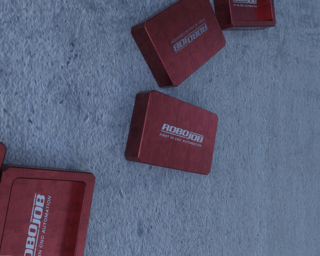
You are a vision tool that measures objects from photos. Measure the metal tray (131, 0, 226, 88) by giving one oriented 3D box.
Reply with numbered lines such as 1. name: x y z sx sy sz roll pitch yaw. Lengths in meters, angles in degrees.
1. metal tray: 0.031 -0.125 0.427 0.131 0.030 0.090 -43 116 -31

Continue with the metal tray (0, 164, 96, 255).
1. metal tray: -0.119 0.104 0.301 0.091 0.030 0.129 13 82 -39

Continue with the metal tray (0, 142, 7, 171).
1. metal tray: -0.199 0.040 0.233 0.131 0.030 0.090 20 78 -38

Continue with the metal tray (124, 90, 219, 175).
1. metal tray: 0.021 0.010 0.419 0.131 0.030 0.090 17 80 -39

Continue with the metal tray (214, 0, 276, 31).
1. metal tray: 0.143 -0.213 0.520 0.131 0.030 0.089 -16 100 -39
